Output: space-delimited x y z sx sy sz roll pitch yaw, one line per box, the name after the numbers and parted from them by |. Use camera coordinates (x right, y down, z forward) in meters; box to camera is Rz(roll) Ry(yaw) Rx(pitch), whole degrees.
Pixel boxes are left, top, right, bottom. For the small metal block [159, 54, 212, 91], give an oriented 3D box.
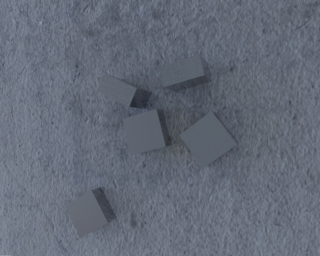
0.033 -0.066 0.383 0.050 0.050 0.025 -14 85 19 | small metal block

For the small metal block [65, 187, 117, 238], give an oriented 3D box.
-0.099 0.120 0.442 0.050 0.025 0.050 -32 80 16 | small metal block

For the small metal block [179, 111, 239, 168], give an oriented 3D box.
0.062 0.014 0.387 0.050 0.025 0.050 -39 78 15 | small metal block

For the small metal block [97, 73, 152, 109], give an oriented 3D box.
-0.046 -0.048 0.411 0.050 0.050 0.025 26 99 18 | small metal block

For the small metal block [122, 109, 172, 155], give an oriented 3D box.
-0.017 0.006 0.414 0.050 0.025 0.050 -15 85 19 | small metal block
